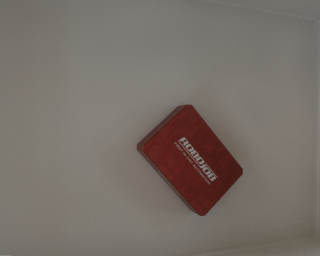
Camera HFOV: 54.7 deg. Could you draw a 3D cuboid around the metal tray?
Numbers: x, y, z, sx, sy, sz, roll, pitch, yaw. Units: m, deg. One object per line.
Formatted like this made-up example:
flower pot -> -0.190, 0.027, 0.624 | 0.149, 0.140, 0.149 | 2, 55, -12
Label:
metal tray -> 0.043, 0.044, 0.425 | 0.090, 0.030, 0.130 | -44, 104, -15
